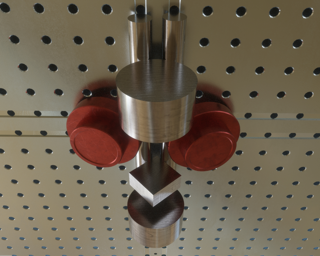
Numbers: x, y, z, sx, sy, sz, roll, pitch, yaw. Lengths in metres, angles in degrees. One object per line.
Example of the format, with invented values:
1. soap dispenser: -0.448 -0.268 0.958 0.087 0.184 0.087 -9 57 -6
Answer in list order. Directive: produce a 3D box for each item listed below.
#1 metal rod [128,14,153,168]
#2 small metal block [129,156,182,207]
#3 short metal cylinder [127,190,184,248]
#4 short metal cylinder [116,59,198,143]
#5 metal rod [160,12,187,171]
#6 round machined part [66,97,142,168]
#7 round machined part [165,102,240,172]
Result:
1. metal rod: -0.022 0.002 0.411 0.025 0.025 0.298 0 130 -1
2. small metal block: -0.007 0.072 0.425 0.050 0.050 0.025 -29 139 -32
3. short metal cylinder: -0.006 0.126 0.454 0.081 0.080 0.050 1 130 -1
4. short metal cylinder: -0.003 -0.030 0.321 0.081 0.080 0.050 1 130 -1
5. metal rod: 0.013 0.000 0.411 0.025 0.025 0.298 0 130 -1
6. round machined part: -0.074 0.012 0.394 0.098 0.042 0.097 9 131 10
7. round machined part: 0.058 0.018 0.399 0.099 0.042 0.097 -10 132 -11
